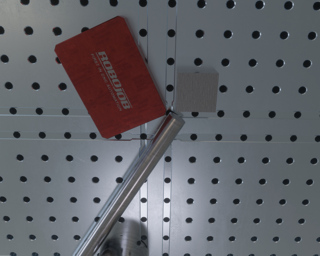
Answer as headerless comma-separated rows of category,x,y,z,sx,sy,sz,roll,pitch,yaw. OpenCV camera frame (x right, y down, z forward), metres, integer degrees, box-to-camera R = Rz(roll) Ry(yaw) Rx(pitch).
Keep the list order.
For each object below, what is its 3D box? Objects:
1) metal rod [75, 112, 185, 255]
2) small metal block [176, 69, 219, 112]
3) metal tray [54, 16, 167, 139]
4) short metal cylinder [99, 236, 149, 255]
metal rod,-0.056,0.106,0.451,0.025,0.025,0.299,30,107,-11
small metal block,0.046,-0.048,0.396,0.050,0.025,0.050,1,110,-1
metal tray,-0.058,-0.061,0.388,0.090,0.030,0.129,-23,109,8
short metal cylinder,-0.058,0.216,0.479,0.081,0.050,0.079,0,110,0
